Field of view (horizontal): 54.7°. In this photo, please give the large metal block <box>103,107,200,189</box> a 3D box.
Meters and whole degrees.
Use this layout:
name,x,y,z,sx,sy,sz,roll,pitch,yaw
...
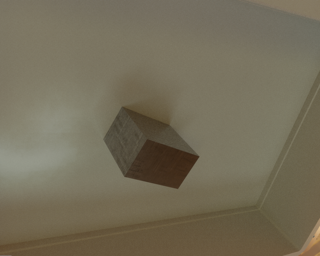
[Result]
name,x,y,z,sx,sy,sz,roll,pitch,yaw
large metal block,-0.013,0.024,0.383,0.080,0.080,0.050,21,107,-36
